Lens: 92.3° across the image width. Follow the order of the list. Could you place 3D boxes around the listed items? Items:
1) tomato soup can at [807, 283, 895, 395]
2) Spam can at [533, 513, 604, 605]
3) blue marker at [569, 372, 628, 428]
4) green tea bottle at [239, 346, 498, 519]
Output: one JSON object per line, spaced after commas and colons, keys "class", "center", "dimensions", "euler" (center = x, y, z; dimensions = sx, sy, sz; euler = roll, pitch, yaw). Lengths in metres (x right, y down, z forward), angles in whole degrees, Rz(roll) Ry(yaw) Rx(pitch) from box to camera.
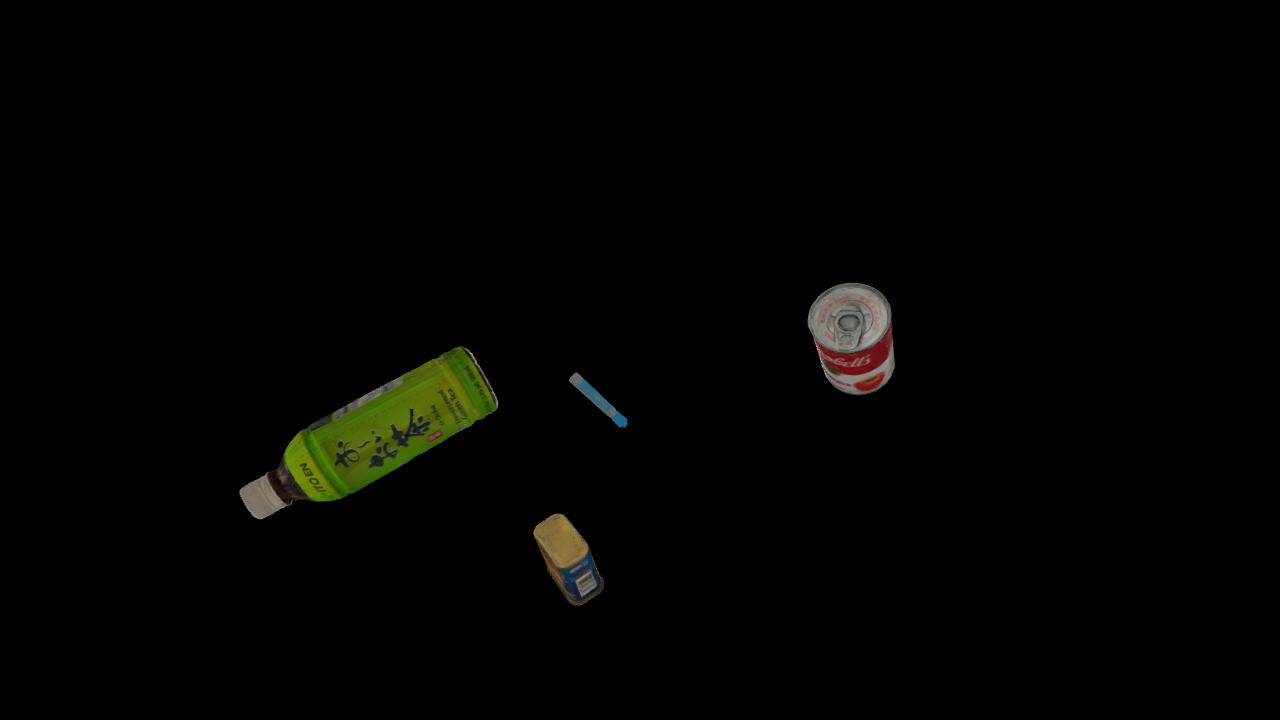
{"class": "tomato soup can", "center": [0.194, -0.016, 0.559], "dimensions": [0.068, 0.068, 0.101], "euler": [0, -24, 24]}
{"class": "Spam can", "center": [-0.103, 0.282, 0.876], "dimensions": [0.058, 0.085, 0.101], "euler": [-29, 38, -22]}
{"class": "blue marker", "center": [-0.064, 0.066, 0.980], "dimensions": [0.121, 0.020, 0.020], "euler": [44, -17, -18]}
{"class": "green tea bottle", "center": [-0.232, 0.065, 0.534], "dimensions": [0.212, 0.073, 0.073], "euler": [-30, 10, -18]}
